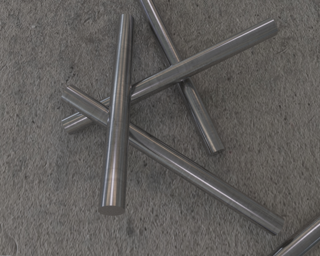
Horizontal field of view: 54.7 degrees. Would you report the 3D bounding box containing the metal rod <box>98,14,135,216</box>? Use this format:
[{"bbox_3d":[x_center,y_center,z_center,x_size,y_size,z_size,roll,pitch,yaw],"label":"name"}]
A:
[{"bbox_3d":[-0.048,-0.043,0.377,0.025,0.025,0.300,-1,53,0],"label":"metal rod"}]

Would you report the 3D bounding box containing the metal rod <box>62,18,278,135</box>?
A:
[{"bbox_3d":[0.013,-0.067,0.408,0.301,0.025,0.025,-26,72,0],"label":"metal rod"}]

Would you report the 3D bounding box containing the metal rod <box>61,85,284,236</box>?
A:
[{"bbox_3d":[0.012,0.037,0.375,0.301,0.025,0.025,32,73,3],"label":"metal rod"}]

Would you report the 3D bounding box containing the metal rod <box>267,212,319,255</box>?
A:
[{"bbox_3d":[0.106,0.172,0.345,0.301,0.025,0.025,-33,74,-12],"label":"metal rod"}]

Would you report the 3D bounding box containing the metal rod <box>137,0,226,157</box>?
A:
[{"bbox_3d":[0.019,-0.099,0.444,0.025,0.025,0.299,-20,71,-7],"label":"metal rod"}]
